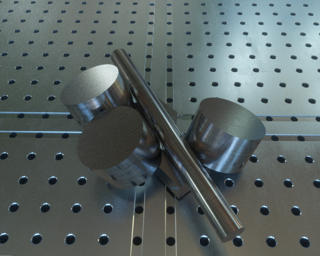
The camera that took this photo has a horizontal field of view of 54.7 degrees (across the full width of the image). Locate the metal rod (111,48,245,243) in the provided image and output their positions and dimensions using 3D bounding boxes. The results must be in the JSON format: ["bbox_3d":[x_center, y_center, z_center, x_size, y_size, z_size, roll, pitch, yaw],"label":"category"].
[{"bbox_3d":[0.003,-0.004,0.373,0.025,0.025,0.300,-20,53,-16],"label":"metal rod"}]

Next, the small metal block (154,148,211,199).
[{"bbox_3d":[0.025,0.046,0.365,0.050,0.025,0.050,-33,58,-25],"label":"small metal block"}]

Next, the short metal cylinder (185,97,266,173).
[{"bbox_3d":[0.075,0.007,0.364,0.081,0.050,0.080,15,33,-10],"label":"short metal cylinder"}]

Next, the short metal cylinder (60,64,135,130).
[{"bbox_3d":[-0.079,-0.038,0.400,0.080,0.050,0.080,-16,40,14],"label":"short metal cylinder"}]

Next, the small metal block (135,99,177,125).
[{"bbox_3d":[-0.013,-0.013,0.414,0.050,0.025,0.050,-36,59,-26],"label":"small metal block"}]

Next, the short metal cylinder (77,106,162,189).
[{"bbox_3d":[-0.045,0.022,0.350,0.080,0.050,0.080,-13,52,18],"label":"short metal cylinder"}]
